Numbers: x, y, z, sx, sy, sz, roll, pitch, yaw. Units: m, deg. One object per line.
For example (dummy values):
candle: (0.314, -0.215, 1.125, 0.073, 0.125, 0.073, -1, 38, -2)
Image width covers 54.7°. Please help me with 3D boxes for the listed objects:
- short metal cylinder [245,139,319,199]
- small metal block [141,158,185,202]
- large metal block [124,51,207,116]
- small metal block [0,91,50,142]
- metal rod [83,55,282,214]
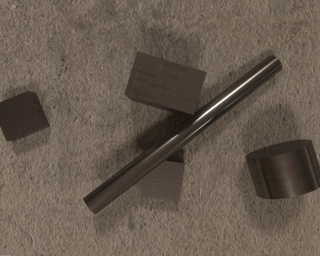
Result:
short metal cylinder: (0.153, 0.050, 0.385, 0.080, 0.080, 0.050, -17, 90, 0)
small metal block: (0.004, 0.067, 0.410, 0.050, 0.025, 0.050, 9, 90, -1)
large metal block: (0.006, -0.050, 0.383, 0.080, 0.080, 0.050, 17, 90, -1)
small metal block: (-0.182, -0.015, 0.408, 0.050, 0.025, 0.050, -22, 90, -1)
metal rod: (0.034, 0.004, 0.392, 0.301, 0.025, 0.025, -37, 90, -8)
